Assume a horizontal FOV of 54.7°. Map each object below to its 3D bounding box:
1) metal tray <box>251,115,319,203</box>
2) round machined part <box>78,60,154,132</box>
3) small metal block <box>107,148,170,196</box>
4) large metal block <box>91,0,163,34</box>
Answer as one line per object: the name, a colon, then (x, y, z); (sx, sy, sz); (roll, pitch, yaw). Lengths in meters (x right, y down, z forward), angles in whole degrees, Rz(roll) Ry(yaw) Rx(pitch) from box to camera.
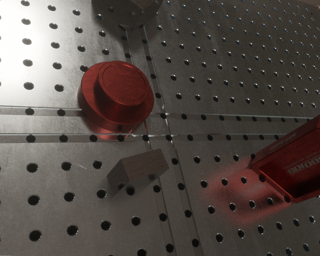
metal tray: (0.202, 0.048, 0.423); (0.090, 0.129, 0.030); (40, 51, -2)
round machined part: (-0.052, -0.048, 0.399); (0.099, 0.042, 0.098); (14, 56, -21)
small metal block: (-0.026, 0.050, 0.349); (0.050, 0.050, 0.025); (-12, 69, -34)
large metal block: (-0.048, -0.211, 0.496); (0.080, 0.050, 0.080); (40, 51, -2)
